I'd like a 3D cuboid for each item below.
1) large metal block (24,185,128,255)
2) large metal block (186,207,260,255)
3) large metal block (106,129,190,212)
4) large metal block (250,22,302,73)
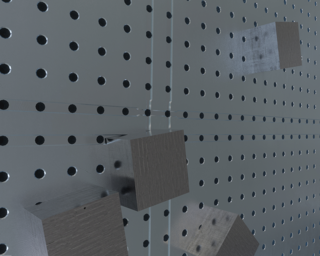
[{"bbox_3d":[-0.084,0.113,0.322,0.081,0.050,0.080,-13,99,-39],"label":"large metal block"},{"bbox_3d":[0.098,0.183,0.474,0.080,0.050,0.080,-51,120,-27],"label":"large metal block"},{"bbox_3d":[-0.014,0.047,0.381,0.081,0.050,0.080,-10,96,-39],"label":"large metal block"},{"bbox_3d":[0.214,-0.148,0.570,0.081,0.050,0.080,-15,100,-39],"label":"large metal block"}]
